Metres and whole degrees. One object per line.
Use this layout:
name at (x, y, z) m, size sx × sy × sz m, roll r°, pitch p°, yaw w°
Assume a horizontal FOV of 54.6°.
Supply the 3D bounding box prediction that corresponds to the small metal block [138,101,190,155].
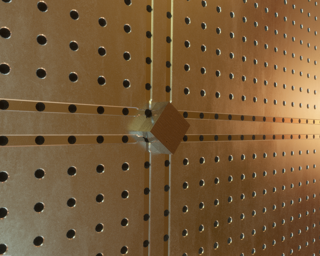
small metal block at (0.007, 0.000, 0.414) m, size 0.050 × 0.025 × 0.050 m, roll 46°, pitch 63°, yaw -31°
